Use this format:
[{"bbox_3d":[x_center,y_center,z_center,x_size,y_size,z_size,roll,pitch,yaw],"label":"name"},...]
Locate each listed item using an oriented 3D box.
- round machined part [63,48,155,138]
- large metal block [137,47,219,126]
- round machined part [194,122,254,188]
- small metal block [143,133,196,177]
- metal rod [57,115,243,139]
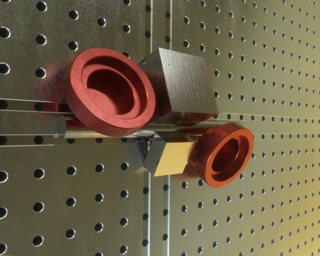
[{"bbox_3d":[-0.057,-0.034,0.334,0.099,0.042,0.098,21,52,-29],"label":"round machined part"},{"bbox_3d":[0.021,-0.048,0.396,0.081,0.050,0.080,1,71,-40],"label":"large metal block"},{"bbox_3d":[0.089,0.036,0.457,0.099,0.042,0.097,-21,127,-29],"label":"round machined part"},{"bbox_3d":[0.012,0.034,0.407,0.050,0.025,0.050,1,118,-40],"label":"small metal block"},{"bbox_3d":[0.013,0.000,0.421,0.302,0.025,0.025,0,90,-40],"label":"metal rod"}]
